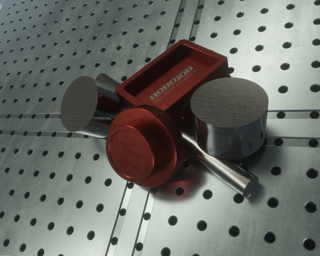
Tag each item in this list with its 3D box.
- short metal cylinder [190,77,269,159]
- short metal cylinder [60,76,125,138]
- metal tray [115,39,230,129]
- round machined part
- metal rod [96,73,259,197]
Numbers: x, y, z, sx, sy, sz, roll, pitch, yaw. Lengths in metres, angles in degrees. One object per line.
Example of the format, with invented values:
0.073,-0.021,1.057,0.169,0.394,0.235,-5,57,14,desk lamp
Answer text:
0.077,-0.012,0.344,0.080,0.050,0.080,-7,45,7,short metal cylinder
-0.097,-0.029,0.446,0.080,0.050,0.080,-11,72,36,short metal cylinder
0.017,-0.061,0.415,0.131,0.030,0.090,-40,50,-17,metal tray
-0.024,0.025,0.360,0.098,0.042,0.097,11,110,31,round machined part
0.000,-0.009,0.414,0.025,0.025,0.300,-49,51,-6,metal rod
